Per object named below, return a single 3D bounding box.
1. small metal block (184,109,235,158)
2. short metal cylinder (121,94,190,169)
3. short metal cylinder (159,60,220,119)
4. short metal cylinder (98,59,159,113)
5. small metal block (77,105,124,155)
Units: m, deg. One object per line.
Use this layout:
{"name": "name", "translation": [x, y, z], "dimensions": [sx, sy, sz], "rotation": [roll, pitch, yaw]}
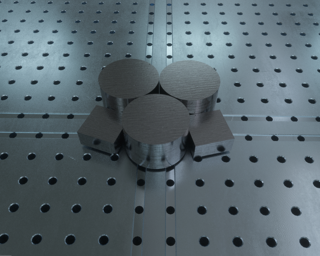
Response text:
{"name": "small metal block", "translation": [0.061, 0.007, 0.398], "dimensions": [0.050, 0.025, 0.050], "rotation": [-11, 51, -9]}
{"name": "short metal cylinder", "translation": [-0.005, 0.003, 0.384], "dimensions": [0.081, 0.050, 0.080], "rotation": [0, 50, 0]}
{"name": "short metal cylinder", "translation": [0.039, -0.049, 0.428], "dimensions": [0.081, 0.050, 0.080], "rotation": [0, 50, 0]}
{"name": "short metal cylinder", "translation": [-0.041, -0.051, 0.429], "dimensions": [0.081, 0.050, 0.080], "rotation": [0, 50, 0]}
{"name": "small metal block", "translation": [-0.070, 0.002, 0.401], "dimensions": [0.050, 0.025, 0.050], "rotation": [16, 52, 13]}
